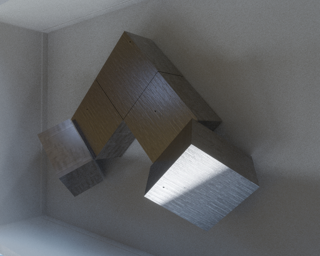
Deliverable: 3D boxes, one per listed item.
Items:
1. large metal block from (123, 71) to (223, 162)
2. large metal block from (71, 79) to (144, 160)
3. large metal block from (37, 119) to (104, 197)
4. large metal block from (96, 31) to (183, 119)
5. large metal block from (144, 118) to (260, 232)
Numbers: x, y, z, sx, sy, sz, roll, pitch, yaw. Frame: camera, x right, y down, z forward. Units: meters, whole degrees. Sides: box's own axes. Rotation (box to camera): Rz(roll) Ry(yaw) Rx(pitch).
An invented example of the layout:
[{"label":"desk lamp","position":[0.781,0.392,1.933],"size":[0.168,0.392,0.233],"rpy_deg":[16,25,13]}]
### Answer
[{"label":"large metal block","position":[0.013,-0.009,0.377],"size":[0.080,0.050,0.080],"rpy_deg":[-51,60,28]},{"label":"large metal block","position":[-0.075,-0.012,0.450],"size":[0.080,0.050,0.080],"rpy_deg":[-51,60,28]},{"label":"large metal block","position":[-0.134,0.047,0.471],"size":[0.080,0.050,0.080],"rpy_deg":[54,164,26]},{"label":"large metal block","position":[-0.030,-0.067,0.413],"size":[0.080,0.050,0.080],"rpy_deg":[-51,60,28]},{"label":"large metal block","position":[0.042,0.050,0.326],"size":[0.080,0.050,0.080],"rpy_deg":[32,118,-12]}]
